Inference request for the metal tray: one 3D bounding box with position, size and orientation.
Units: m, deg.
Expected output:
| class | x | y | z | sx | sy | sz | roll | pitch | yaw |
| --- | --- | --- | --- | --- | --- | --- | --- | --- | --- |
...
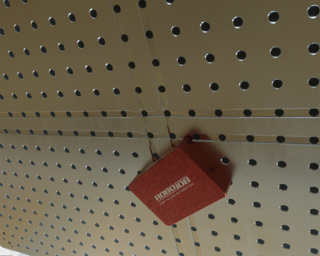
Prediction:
| class | x | y | z | sx | sy | sz | roll | pitch | yaw |
| --- | --- | --- | --- | --- | --- | --- | --- | --- | --- |
| metal tray | 0.024 | 0.081 | 0.446 | 0.090 | 0.030 | 0.129 | 45 | 129 | -4 |
